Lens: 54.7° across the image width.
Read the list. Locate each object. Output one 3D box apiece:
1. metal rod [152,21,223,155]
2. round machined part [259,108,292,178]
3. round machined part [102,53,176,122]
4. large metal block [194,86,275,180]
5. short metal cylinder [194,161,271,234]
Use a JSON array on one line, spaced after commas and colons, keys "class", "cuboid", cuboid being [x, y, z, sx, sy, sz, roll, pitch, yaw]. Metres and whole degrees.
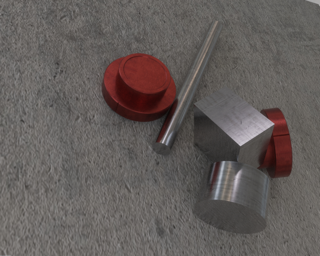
[{"class": "metal rod", "cuboid": [0.053, -0.080, 0.481, 0.025, 0.025, 0.301, 32, 51, -8]}, {"class": "round machined part", "cuboid": [0.150, 0.022, 0.436, 0.042, 0.098, 0.098, -8, 60, 8]}, {"class": "round machined part", "cuboid": [-0.024, -0.060, 0.408, 0.099, 0.042, 0.098, 10, 55, -15]}, {"class": "large metal block", "cuboid": [0.087, 0.009, 0.387, 0.050, 0.080, 0.080, -30, 53, -17]}, {"class": "short metal cylinder", "cuboid": [0.085, 0.082, 0.363, 0.080, 0.080, 0.050, 29, 53, -10]}]
